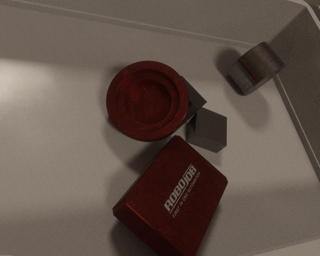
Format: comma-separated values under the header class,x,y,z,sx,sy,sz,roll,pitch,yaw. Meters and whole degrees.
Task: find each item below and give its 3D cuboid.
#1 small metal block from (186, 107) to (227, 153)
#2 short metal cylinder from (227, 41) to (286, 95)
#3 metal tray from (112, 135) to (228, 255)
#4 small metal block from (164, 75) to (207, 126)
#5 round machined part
class,x,y,z,sx,sy,sz,roll,pitch,yaw
small metal block,0.067,0.002,0.443,0.050,0.025,0.050,21,54,-17
short metal cylinder,0.160,-0.098,0.519,0.081,0.080,0.050,-28,77,-37
metal tray,0.019,0.076,0.354,0.090,0.030,0.131,42,41,0
small metal block,0.027,-0.035,0.426,0.050,0.050,0.025,47,46,4
round machined part,-0.014,-0.031,0.388,0.099,0.042,0.097,0,81,2
